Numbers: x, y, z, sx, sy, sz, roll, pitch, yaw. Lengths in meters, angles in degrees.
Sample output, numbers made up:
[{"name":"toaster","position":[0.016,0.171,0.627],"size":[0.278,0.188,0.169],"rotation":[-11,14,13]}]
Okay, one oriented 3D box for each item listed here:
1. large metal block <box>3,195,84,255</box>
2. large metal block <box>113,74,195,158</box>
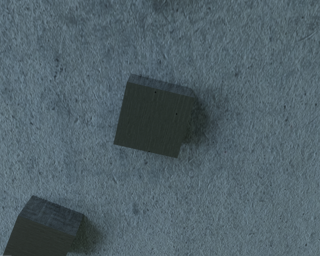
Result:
[{"name":"large metal block","position":[-0.169,0.157,0.453],"size":[0.080,0.050,0.080],"rotation":[24,108,-9]},{"name":"large metal block","position":[-0.008,-0.016,0.390],"size":[0.080,0.050,0.079],"rotation":[13,110,-5]}]
